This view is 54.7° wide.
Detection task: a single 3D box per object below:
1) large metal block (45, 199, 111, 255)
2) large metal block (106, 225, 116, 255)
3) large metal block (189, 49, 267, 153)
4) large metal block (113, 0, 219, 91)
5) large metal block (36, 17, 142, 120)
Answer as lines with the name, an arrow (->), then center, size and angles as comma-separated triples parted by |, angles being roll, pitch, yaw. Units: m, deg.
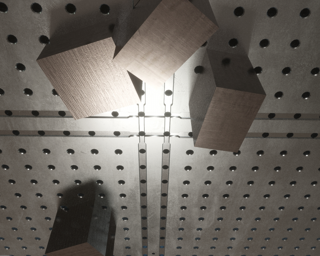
large metal block -> -0.136, 0.178, 0.525 | 0.080, 0.080, 0.050 | -21, 127, 16
large metal block -> -0.123, 0.233, 0.573 | 0.050, 0.080, 0.079 | 20, 127, -16
large metal block -> 0.070, -0.031, 0.350 | 0.050, 0.080, 0.079 | 8, 130, -8
large metal block -> 0.003, -0.097, 0.293 | 0.050, 0.080, 0.080 | 33, 123, -25
large metal block -> -0.071, -0.063, 0.340 | 0.080, 0.050, 0.080 | -14, 129, 11
